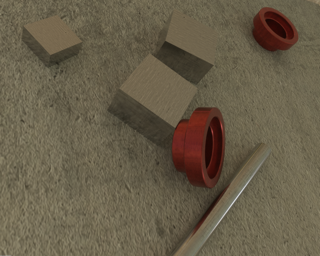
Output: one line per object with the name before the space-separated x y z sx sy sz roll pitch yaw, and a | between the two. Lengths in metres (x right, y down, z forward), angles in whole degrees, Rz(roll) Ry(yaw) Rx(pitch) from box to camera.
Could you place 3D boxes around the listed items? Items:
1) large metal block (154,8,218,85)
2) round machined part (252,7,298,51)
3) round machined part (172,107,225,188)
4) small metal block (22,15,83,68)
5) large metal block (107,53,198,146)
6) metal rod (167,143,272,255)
large metal block | 0.040 -0.127 0.487 0.080 0.050 0.080 23 53 -14
round machined part | 0.231 -0.197 0.638 0.099 0.042 0.098 14 56 -21
round machined part | 0.047 0.023 0.382 0.042 0.098 0.098 3 47 26
small metal block | -0.138 -0.112 0.398 0.050 0.025 0.050 47 51 4
large metal block | -0.008 -0.038 0.406 0.080 0.050 0.080 35 51 -5
metal rod | 0.064 0.106 0.373 0.025 0.025 0.302 48 51 5
